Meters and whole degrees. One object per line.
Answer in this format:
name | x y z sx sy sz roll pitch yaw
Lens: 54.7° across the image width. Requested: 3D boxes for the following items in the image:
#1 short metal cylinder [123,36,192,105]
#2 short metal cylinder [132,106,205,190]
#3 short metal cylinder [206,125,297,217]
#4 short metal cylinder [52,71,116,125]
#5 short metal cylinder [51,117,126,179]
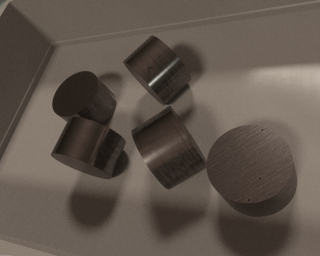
short metal cylinder | -0.004 -0.077 0.418 0.050 0.080 0.080 -44 51 -2
short metal cylinder | 0.012 0.022 0.350 0.050 0.080 0.080 -33 52 7
short metal cylinder | 0.093 0.044 0.313 0.080 0.050 0.080 -13 56 20
short metal cylinder | -0.114 -0.039 0.472 0.080 0.050 0.080 -13 56 20
short metal cylinder | -0.091 0.027 0.400 0.080 0.080 0.050 7 66 31
